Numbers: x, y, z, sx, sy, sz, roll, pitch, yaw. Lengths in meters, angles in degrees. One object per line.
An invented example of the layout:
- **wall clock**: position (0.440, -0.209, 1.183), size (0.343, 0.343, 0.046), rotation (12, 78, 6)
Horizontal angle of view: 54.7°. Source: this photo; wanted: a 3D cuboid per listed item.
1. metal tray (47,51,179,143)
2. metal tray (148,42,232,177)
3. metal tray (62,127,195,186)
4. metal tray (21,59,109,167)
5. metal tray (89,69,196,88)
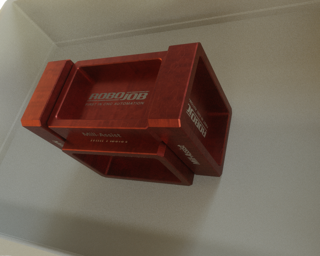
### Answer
- **metal tray**: position (-0.049, -0.033, 0.330), size (0.130, 0.030, 0.090), rotation (1, 62, 28)
- **metal tray**: position (0.039, -0.013, 0.323), size (0.030, 0.130, 0.090), rotation (1, 63, 29)
- **metal tray**: position (-0.034, 0.033, 0.358), size (0.130, 0.090, 0.030), rotation (0, 62, 28)
- **metal tray**: position (-0.103, -0.014, 0.399), size (0.030, 0.130, 0.090), rotation (1, 63, 29)
- **metal tray**: position (-0.013, -0.046, 0.395), size (0.130, 0.090, 0.030), rotation (0, 63, 29)
